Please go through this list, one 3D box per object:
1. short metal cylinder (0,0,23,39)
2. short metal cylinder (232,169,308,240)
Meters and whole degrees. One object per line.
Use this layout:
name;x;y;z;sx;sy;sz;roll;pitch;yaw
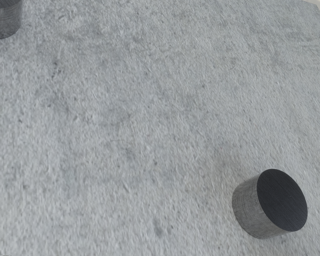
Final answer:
short metal cylinder;-0.208;-0.153;0.369;0.081;0.050;0.080;14;56;-21
short metal cylinder;0.143;0.100;0.406;0.081;0.050;0.080;14;56;-21
